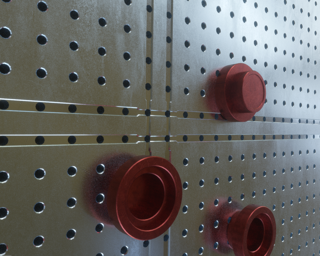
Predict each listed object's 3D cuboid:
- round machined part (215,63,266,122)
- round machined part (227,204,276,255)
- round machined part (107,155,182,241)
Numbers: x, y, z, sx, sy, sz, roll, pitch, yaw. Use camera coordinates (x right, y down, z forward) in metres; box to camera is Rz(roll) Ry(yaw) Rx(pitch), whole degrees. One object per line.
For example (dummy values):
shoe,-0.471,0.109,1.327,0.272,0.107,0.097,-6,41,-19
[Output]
round machined part,0.139,-0.059,0.513,0.099,0.042,0.097,0,90,-40
round machined part,0.151,0.178,0.524,0.099,0.042,0.097,0,90,-40
round machined part,-0.022,0.082,0.379,0.099,0.042,0.097,0,90,-40
